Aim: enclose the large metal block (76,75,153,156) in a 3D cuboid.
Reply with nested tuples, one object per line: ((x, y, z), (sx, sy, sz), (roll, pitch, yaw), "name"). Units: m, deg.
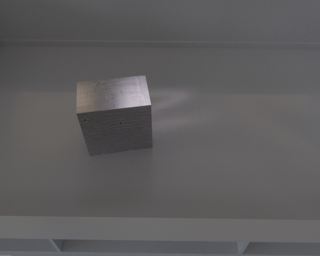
((-0.053, -0.014, 0.381), (0.080, 0.080, 0.050), (-7, 51, -6), "large metal block")
